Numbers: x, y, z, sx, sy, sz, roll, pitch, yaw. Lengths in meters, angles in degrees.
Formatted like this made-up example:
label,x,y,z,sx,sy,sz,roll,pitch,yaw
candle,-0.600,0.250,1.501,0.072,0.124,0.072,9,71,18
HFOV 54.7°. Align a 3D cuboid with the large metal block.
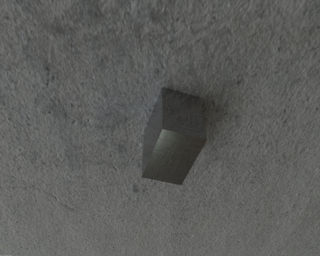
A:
label,x,y,z,sx,sy,sz,roll,pitch,yaw
large metal block,0.014,0.010,0.380,0.050,0.080,0.079,14,129,-12
